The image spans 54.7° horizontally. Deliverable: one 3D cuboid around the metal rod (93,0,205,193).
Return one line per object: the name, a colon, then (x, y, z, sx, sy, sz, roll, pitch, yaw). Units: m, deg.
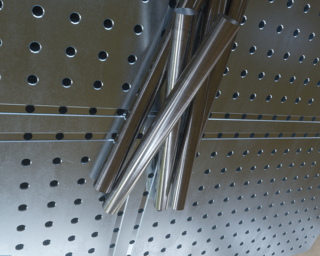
metal rod: (-0.013, -0.047, 0.376, 0.025, 0.025, 0.298, 15, 110, -35)

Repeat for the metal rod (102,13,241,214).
metal rod: (-0.002, 0.005, 0.370, 0.025, 0.025, 0.298, 10, 127, -33)

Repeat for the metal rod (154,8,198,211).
metal rod: (0.014, 0.001, 0.401, 0.025, 0.025, 0.298, -12, 130, -22)

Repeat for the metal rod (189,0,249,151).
metal rod: (0.064, -0.046, 0.419, 0.025, 0.025, 0.298, 1, 118, -29)

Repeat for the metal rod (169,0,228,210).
metal rod: (0.047, -0.023, 0.405, 0.025, 0.025, 0.298, -3, 114, -27)
